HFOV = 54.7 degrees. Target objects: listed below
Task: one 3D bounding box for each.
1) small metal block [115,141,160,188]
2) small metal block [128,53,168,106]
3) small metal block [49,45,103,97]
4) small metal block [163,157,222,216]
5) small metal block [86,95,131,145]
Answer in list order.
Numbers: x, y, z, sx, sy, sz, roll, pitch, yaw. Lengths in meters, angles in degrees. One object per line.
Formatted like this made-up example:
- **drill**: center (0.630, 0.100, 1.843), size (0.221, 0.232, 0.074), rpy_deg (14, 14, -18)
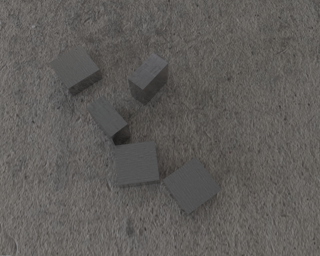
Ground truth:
- **small metal block**: center (-0.029, 0.046, 0.391), size (0.050, 0.025, 0.050), rpy_deg (-7, 70, -3)
- **small metal block**: center (-0.015, -0.065, 0.418), size (0.025, 0.050, 0.050), rpy_deg (38, 74, 12)
- **small metal block**: center (-0.118, -0.081, 0.437), size (0.050, 0.025, 0.050), rpy_deg (-35, 74, -12)
- **small metal block**: center (0.038, 0.072, 0.382), size (0.050, 0.025, 0.050), rpy_deg (-33, 74, -12)
- **small metal block**: center (-0.064, -0.007, 0.397), size (0.025, 0.050, 0.050), rpy_deg (-39, 75, -13)
